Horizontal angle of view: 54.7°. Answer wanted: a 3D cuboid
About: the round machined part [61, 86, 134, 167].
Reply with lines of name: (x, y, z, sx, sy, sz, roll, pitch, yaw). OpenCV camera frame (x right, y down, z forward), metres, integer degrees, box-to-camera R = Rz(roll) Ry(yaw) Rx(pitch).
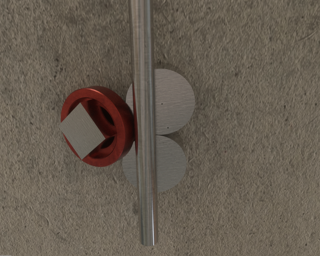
round machined part: (-0.072, -0.004, 0.386, 0.098, 0.042, 0.097, 9, 110, 27)

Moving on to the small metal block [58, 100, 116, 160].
small metal block: (-0.085, 0.001, 0.367, 0.050, 0.025, 0.050, -38, 85, 32)

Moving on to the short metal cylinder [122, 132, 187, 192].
short metal cylinder: (-0.007, 0.038, 0.411, 0.081, 0.050, 0.079, 0, 109, 0)

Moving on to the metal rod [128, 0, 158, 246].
metal rod: (-0.017, 0.009, 0.361, 0.025, 0.025, 0.298, -1, 110, 0)

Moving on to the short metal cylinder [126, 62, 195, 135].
short metal cylinder: (0.001, -0.038, 0.384, 0.081, 0.050, 0.079, 0, 110, 0)
